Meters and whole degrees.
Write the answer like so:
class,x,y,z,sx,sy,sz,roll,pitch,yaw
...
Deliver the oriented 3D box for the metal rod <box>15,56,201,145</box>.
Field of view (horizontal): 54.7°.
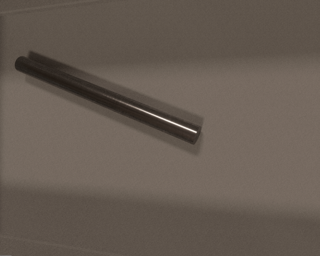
class,x,y,z,sx,sy,sz,roll,pitch,yaw
metal rod,-0.085,-0.045,0.439,0.301,0.025,0.025,23,98,18
